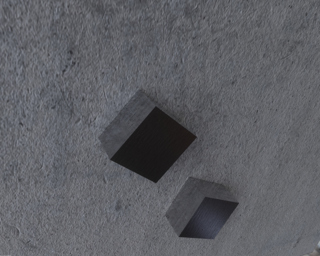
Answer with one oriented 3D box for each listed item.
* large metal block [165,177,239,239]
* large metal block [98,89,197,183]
[{"bbox_3d":[0.068,0.133,0.510,0.081,0.050,0.080,18,109,-35],"label":"large metal block"},{"bbox_3d":[-0.015,0.012,0.389,0.080,0.050,0.080,-49,129,7],"label":"large metal block"}]
